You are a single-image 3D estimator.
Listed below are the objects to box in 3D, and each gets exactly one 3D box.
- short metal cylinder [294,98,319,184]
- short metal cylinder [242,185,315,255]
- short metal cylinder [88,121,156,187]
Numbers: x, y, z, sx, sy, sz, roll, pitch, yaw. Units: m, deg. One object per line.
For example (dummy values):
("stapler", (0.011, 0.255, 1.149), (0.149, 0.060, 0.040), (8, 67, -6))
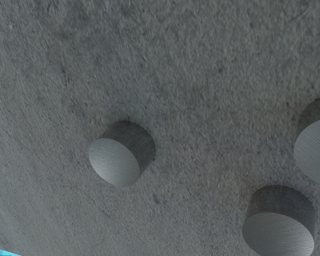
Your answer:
("short metal cylinder", (0.177, 0.012, 0.305), (0.080, 0.050, 0.079), (13, 124, 20))
("short metal cylinder", (0.148, 0.119, 0.386), (0.080, 0.050, 0.079), (13, 124, 20))
("short metal cylinder", (-0.053, 0.036, 0.439), (0.080, 0.050, 0.079), (13, 124, 20))
